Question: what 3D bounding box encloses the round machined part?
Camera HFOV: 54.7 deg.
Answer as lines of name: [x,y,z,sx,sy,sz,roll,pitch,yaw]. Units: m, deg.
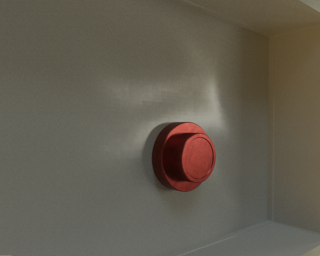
round machined part: [0.040,0.040,0.432,0.099,0.042,0.097,0,90,-40]
